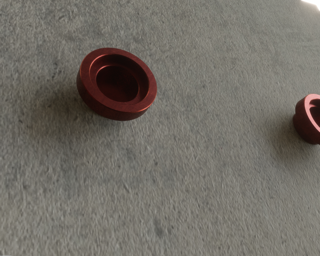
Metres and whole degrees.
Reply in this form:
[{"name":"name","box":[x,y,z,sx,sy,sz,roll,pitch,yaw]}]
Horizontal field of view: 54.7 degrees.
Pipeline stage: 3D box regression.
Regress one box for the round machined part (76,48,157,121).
[{"name":"round machined part","box":[-0.057,-0.051,0.394,0.099,0.042,0.098,14,56,-21]}]

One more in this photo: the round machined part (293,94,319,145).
[{"name":"round machined part","box":[0.279,-0.009,0.552,0.099,0.042,0.098,14,56,-21]}]
